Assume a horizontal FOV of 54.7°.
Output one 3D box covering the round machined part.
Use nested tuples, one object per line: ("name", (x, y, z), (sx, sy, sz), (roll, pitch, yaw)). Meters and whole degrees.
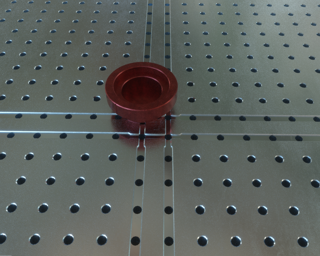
("round machined part", (-0.025, -0.046, 0.435), (0.099, 0.042, 0.098), (0, 50, 0))
